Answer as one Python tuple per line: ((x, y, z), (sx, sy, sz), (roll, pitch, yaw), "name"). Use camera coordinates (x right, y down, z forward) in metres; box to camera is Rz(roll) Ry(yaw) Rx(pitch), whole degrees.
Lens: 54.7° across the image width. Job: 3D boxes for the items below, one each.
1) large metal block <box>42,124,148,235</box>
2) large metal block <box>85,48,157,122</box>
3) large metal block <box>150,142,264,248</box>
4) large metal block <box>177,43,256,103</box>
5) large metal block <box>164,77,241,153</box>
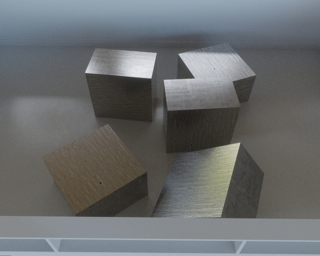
((-0.070, 0.054, 0.343), (0.081, 0.050, 0.080), (-29, 56, -22), "large metal block")
((-0.047, -0.056, 0.416), (0.080, 0.080, 0.050), (5, 50, 4), "large metal block")
((0.049, 0.067, 0.307), (0.080, 0.050, 0.080), (-16, 36, 41), "large metal block")
((0.078, -0.073, 0.452), (0.081, 0.050, 0.080), (-16, 52, -14), "large metal block")
((0.046, -0.014, 0.382), (0.081, 0.080, 0.050), (-3, 50, -3), "large metal block")
